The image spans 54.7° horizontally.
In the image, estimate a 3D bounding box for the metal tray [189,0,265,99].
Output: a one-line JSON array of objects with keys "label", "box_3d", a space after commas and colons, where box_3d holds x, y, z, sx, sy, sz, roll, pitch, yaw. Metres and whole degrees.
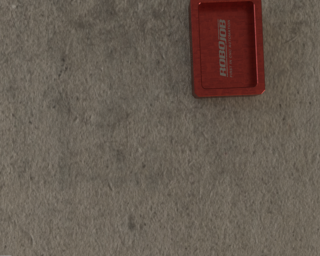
[{"label": "metal tray", "box_3d": [0.086, -0.106, 0.408, 0.091, 0.030, 0.129, -3, 90, -1]}]
